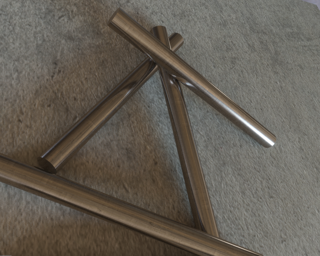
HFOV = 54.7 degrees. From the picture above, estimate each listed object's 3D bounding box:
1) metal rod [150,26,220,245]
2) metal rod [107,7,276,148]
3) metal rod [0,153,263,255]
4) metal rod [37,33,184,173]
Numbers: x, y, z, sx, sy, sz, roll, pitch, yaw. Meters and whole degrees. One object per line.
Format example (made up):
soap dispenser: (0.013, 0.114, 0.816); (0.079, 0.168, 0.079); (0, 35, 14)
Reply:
metal rod: (0.028, -0.003, 0.403); (0.025, 0.025, 0.299); (-1, 68, -29)
metal rod: (0.059, -0.054, 0.423); (0.301, 0.025, 0.025); (33, 50, -26)
metal rod: (-0.029, 0.091, 0.317); (0.302, 0.025, 0.025); (23, 53, -8)
metal rod: (-0.044, -0.053, 0.413); (0.025, 0.025, 0.301); (40, 51, -2)
